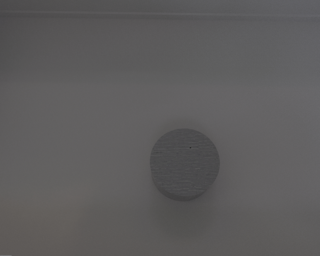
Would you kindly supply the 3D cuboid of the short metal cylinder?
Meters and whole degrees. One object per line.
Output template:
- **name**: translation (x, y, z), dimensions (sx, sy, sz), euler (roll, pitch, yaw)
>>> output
- **short metal cylinder**: translation (0.029, 0.046, 0.380), dimensions (0.080, 0.050, 0.080), euler (0, 70, 0)
